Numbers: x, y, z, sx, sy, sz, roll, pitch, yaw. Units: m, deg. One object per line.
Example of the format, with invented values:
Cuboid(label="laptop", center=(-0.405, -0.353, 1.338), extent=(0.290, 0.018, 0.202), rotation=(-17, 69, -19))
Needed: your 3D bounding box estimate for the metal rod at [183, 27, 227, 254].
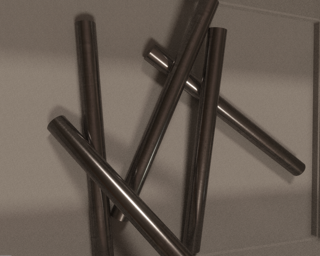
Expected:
Cuboid(label="metal rod", center=(0.059, 0.020, 0.414), extent=(0.025, 0.025, 0.298), rotation=(4, 96, -20))

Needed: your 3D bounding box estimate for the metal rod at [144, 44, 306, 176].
Cuboid(label="metal rod", center=(0.104, -0.017, 0.450), extent=(0.301, 0.025, 0.025), rotation=(35, 79, -17))

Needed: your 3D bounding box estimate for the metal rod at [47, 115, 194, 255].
Cuboid(label="metal rod", center=(-0.019, 0.097, 0.334), extent=(0.025, 0.025, 0.300), rotation=(-42, 77, -16))

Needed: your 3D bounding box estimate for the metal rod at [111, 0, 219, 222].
Cuboid(label="metal rod", center=(0.006, -0.025, 0.393), extent=(0.025, 0.025, 0.299), rotation=(23, 90, -19))

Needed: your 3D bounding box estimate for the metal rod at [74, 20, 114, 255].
Cuboid(label="metal rod", center=(-0.080, 0.021, 0.381), extent=(0.025, 0.025, 0.298), rotation=(-5, 92, -20))
